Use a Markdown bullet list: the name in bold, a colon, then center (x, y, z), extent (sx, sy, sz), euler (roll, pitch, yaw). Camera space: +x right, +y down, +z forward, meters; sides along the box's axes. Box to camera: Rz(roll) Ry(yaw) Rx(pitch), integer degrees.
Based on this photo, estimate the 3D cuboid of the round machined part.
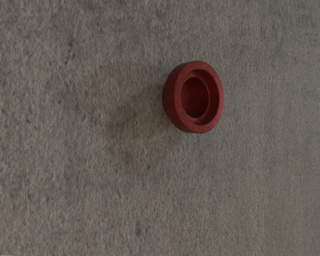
- **round machined part**: center (0.042, -0.042, 0.431), extent (0.099, 0.042, 0.097), euler (0, 90, -40)
